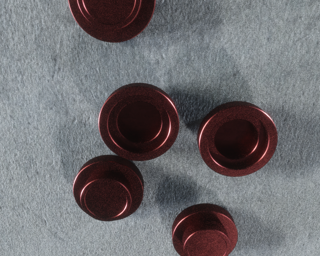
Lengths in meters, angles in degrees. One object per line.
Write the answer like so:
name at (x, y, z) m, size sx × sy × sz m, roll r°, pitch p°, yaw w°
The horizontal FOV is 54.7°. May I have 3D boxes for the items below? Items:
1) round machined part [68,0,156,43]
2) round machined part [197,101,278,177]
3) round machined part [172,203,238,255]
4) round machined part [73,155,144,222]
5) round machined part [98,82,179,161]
round machined part at (-0.054, -0.145, 0.346) m, size 0.099 × 0.042 × 0.097 m, roll 0°, pitch 110°, yaw -1°
round machined part at (0.098, 0.011, 0.406) m, size 0.099 × 0.042 × 0.097 m, roll 0°, pitch 110°, yaw -1°
round machined part at (0.068, 0.166, 0.463) m, size 0.099 × 0.042 × 0.097 m, roll 0°, pitch 110°, yaw -1°
round machined part at (-0.072, 0.090, 0.433) m, size 0.099 × 0.042 × 0.097 m, roll 0°, pitch 110°, yaw -1°
round machined part at (-0.026, -0.010, 0.397) m, size 0.099 × 0.042 × 0.097 m, roll 0°, pitch 110°, yaw -1°
